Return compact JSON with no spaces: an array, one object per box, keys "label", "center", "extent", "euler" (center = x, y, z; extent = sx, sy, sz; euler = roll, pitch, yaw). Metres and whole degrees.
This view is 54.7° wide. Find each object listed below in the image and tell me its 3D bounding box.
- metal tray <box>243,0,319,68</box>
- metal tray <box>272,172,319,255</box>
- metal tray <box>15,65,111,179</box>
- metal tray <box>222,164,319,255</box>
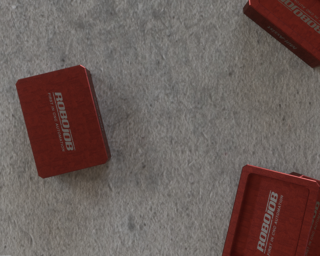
[{"label":"metal tray","center":[0.189,-0.154,0.409],"extent":[0.130,0.030,0.090],"euler":[39,90,-1]},{"label":"metal tray","center":[0.200,0.134,0.410],"extent":[0.090,0.030,0.129],"euler":[19,90,-1]},{"label":"metal tray","center":[-0.124,-0.008,0.406],"extent":[0.091,0.030,0.129],"euler":[-14,90,-1]},{"label":"metal tray","center":[0.137,0.119,0.386],"extent":[0.090,0.030,0.129],"euler":[12,87,28]}]
